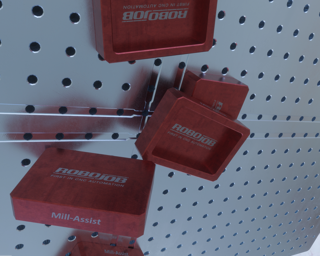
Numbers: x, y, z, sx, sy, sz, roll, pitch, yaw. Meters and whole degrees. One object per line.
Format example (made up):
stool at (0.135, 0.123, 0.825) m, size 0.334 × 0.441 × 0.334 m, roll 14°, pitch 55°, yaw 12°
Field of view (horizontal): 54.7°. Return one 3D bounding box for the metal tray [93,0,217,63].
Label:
metal tray at (-0.002, -0.124, 0.331) m, size 0.131 × 0.030 × 0.089 m, roll -12°, pitch 124°, yaw -22°

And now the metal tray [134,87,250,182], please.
metal tray at (0.045, 0.013, 0.401) m, size 0.131 × 0.030 × 0.090 m, roll 22°, pitch 108°, yaw -33°

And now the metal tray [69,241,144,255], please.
metal tray at (-0.095, 0.236, 0.504) m, size 0.131 × 0.030 × 0.090 m, roll 26°, pitch 104°, yaw -38°

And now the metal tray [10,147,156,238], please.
metal tray at (-0.075, 0.065, 0.333) m, size 0.131 × 0.090 × 0.030 m, roll 8°, pitch 119°, yaw 2°

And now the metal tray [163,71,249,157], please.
metal tray at (0.061, -0.009, 0.438) m, size 0.091 × 0.030 × 0.129 m, roll 3°, pitch 117°, yaw -30°
